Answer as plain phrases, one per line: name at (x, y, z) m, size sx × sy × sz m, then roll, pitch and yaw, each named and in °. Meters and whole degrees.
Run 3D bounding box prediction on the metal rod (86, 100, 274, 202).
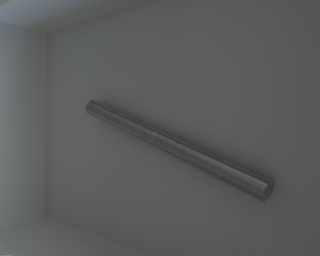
metal rod at (0.001, 0.015, 0.405) m, size 0.300 × 0.025 × 0.025 m, roll 24°, pitch 105°, yaw 37°
